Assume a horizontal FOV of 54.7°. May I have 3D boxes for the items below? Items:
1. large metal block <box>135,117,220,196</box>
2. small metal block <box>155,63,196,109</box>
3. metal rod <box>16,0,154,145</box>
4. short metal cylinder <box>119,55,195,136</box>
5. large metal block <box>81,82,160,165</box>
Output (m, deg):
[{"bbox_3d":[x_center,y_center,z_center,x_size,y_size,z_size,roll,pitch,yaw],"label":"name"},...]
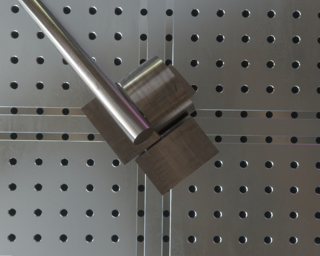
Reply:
[{"bbox_3d":[0.019,0.031,0.384,0.080,0.080,0.050,-37,90,0],"label":"large metal block"},{"bbox_3d":[0.012,-0.049,0.414,0.050,0.025,0.050,-42,91,0],"label":"small metal block"},{"bbox_3d":[-0.109,-0.097,0.360,0.025,0.025,0.300,-41,69,0],"label":"metal rod"},{"bbox_3d":[-0.003,-0.037,0.360,0.050,0.080,0.080,-37,90,0],"label":"short metal cylinder"},{"bbox_3d":[-0.044,-0.005,0.386,0.050,0.080,0.080,-38,90,0],"label":"large metal block"}]
